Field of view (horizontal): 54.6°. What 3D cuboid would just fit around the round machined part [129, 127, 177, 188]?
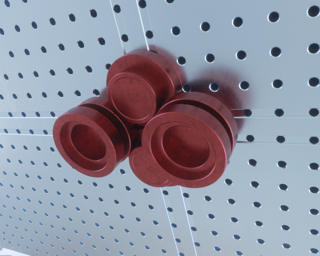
[{"bbox_3d":[-0.004,0.043,0.428,0.098,0.042,0.097,13,124,21],"label":"round machined part"}]

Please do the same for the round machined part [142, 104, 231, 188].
[{"bbox_3d":[0.032,0.017,0.352,0.098,0.042,0.097,13,124,21],"label":"round machined part"}]

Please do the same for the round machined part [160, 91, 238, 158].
[{"bbox_3d":[0.045,0.000,0.376,0.098,0.042,0.097,13,124,21],"label":"round machined part"}]

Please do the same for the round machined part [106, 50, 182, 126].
[{"bbox_3d":[-0.026,-0.044,0.387,0.098,0.042,0.097,13,124,21],"label":"round machined part"}]

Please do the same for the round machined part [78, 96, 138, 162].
[{"bbox_3d":[-0.074,0.000,0.439,0.098,0.042,0.097,13,124,21],"label":"round machined part"}]

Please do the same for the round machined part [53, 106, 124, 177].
[{"bbox_3d":[-0.090,0.015,0.415,0.098,0.042,0.097,13,124,21],"label":"round machined part"}]
